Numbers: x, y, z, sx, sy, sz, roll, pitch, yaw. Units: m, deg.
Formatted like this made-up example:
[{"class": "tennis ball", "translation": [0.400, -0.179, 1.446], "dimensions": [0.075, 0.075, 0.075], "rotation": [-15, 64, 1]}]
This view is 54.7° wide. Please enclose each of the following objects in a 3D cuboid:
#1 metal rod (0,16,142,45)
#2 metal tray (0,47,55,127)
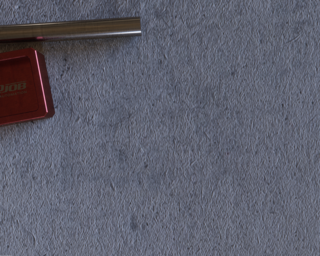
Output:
[{"class": "metal rod", "translation": [-0.176, -0.125, 0.408], "dimensions": [0.302, 0.025, 0.025], "rotation": [-4, 90, 0]}, {"class": "metal tray", "translation": [-0.214, -0.047, 0.405], "dimensions": [0.131, 0.030, 0.089], "rotation": [-11, 90, 0]}]
